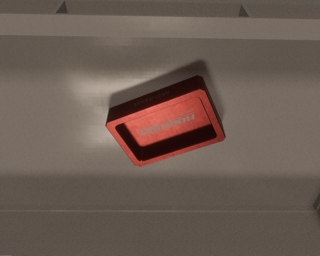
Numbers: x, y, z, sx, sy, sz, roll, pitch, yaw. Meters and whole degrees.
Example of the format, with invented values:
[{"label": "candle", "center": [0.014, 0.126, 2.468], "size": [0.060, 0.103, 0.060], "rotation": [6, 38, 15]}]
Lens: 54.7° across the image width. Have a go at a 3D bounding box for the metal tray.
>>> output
[{"label": "metal tray", "center": [0.008, -0.004, 0.402], "size": [0.130, 0.030, 0.090], "rotation": [-19, 128, 15]}]
